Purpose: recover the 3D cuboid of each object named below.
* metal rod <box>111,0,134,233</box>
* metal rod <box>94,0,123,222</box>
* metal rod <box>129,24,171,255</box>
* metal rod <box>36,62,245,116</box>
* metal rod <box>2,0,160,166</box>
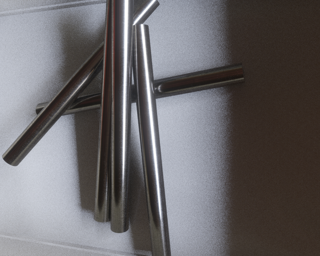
[{"bbox_3d":[-0.049,-0.005,0.392,0.025,0.025,0.298,8,106,19],"label":"metal rod"},{"bbox_3d":[-0.067,-0.018,0.409,0.025,0.025,0.298,10,102,19],"label":"metal rod"},{"bbox_3d":[-0.012,0.023,0.395,0.025,0.025,0.298,-4,96,19],"label":"metal rod"},{"bbox_3d":[-0.040,-0.046,0.423,0.301,0.025,0.025,-8,87,19],"label":"metal rod"},{"bbox_3d":[-0.111,-0.064,0.426,0.025,0.025,0.300,44,95,14],"label":"metal rod"}]
